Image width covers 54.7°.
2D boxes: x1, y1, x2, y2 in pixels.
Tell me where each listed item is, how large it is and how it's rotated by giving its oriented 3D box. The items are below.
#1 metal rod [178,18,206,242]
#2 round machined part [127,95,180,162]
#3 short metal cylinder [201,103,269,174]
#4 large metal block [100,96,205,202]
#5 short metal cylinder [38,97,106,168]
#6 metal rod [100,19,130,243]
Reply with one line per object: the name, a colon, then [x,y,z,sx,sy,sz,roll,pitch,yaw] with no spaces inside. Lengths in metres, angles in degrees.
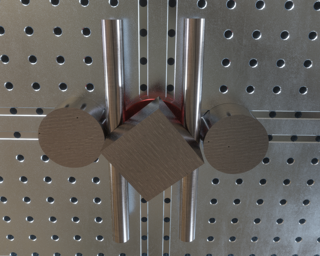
metal rod: [0.039,0.017,0.398,0.025,0.025,0.298,0,110,0]
round machined part: [-0.008,0.009,0.408,0.099,0.042,0.097,0,110,0]
short metal cylinder: [0.094,0.013,0.405,0.081,0.050,0.079,0,110,0]
large metal block: [-0.008,0.024,0.358,0.080,0.050,0.080,-36,106,12]
short metal cylinder: [-0.108,0.004,0.400,0.081,0.050,0.079,0,110,0]
metal rod: [-0.055,0.019,0.397,0.025,0.025,0.298,0,110,0]
